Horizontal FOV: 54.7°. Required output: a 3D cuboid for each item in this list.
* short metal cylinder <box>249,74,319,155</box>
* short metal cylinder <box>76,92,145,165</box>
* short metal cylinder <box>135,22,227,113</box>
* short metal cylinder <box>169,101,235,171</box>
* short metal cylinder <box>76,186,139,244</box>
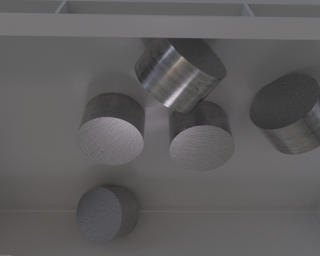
[{"bbox_3d":[0.153,-0.016,0.360,0.080,0.080,0.050,-32,123,24],"label":"short metal cylinder"},{"bbox_3d":[-0.060,0.002,0.393,0.081,0.050,0.079,0,130,0],"label":"short metal cylinder"},{"bbox_3d":[0.021,-0.062,0.320,0.080,0.080,0.050,28,125,-22],"label":"short metal cylinder"},{"bbox_3d":[0.052,0.011,0.402,0.081,0.050,0.079,0,130,0],"label":"short metal cylinder"},{"bbox_3d":[-0.079,0.130,0.474,0.080,0.080,0.050,-25,162,19],"label":"short metal cylinder"}]
